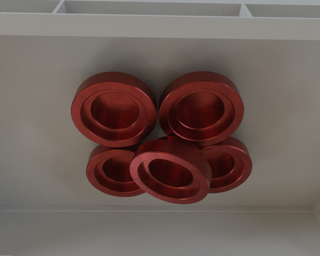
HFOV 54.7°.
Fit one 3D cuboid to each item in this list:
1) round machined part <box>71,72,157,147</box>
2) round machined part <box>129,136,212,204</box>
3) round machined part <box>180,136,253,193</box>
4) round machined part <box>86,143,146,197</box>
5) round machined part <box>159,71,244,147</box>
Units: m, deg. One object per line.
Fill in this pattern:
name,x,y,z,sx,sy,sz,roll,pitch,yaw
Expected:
round machined part,-0.053,-0.026,0.373,0.099,0.042,0.097,-1,130,0
round machined part,0.016,0.048,0.381,0.098,0.042,0.097,13,137,13
round machined part,0.076,0.045,0.435,0.099,0.042,0.097,-1,130,0
round machined part,-0.052,0.051,0.439,0.099,0.042,0.097,-1,130,0
round machined part,0.047,-0.026,0.374,0.099,0.042,0.097,-1,130,0
